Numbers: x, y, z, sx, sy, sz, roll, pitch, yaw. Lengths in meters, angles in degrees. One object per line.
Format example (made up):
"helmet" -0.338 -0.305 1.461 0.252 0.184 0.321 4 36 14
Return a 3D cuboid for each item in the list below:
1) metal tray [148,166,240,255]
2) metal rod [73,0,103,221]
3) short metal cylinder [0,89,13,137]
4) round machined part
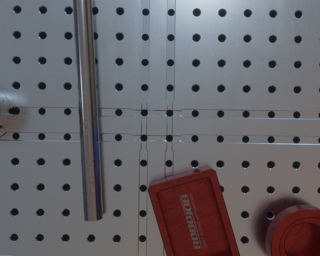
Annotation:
"metal tray" 0.045 0.125 0.411 0.090 0.030 0.129 -16 90 0
"metal rod" -0.096 -0.029 0.412 0.025 0.025 0.298 -3 90 0
"short metal cylinder" -0.241 -0.021 0.399 0.081 0.050 0.080 0 90 0
"round machined part" 0.187 0.149 0.406 0.099 0.042 0.097 0 90 0
